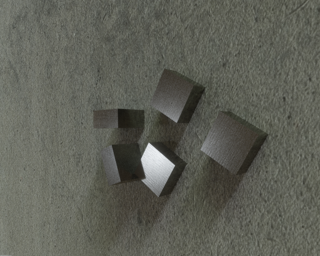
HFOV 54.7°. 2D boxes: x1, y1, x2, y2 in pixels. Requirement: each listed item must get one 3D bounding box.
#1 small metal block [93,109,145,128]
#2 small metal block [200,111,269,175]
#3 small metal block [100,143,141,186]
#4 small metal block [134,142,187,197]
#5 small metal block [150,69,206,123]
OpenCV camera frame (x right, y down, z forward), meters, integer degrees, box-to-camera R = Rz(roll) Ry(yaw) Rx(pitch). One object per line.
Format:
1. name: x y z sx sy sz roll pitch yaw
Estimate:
1. small metal block: -0.058 -0.012 0.436 0.050 0.050 0.025 -1 89 40
2. small metal block: 0.080 0.016 0.339 0.050 0.025 0.050 37 113 33
3. small metal block: -0.050 0.050 0.430 0.025 0.050 0.050 -26 74 37
4. small metal block: 0.000 0.053 0.405 0.050 0.025 0.050 39 114 33
5. small metal block: 0.021 -0.040 0.388 0.050 0.025 0.050 36 112 34
